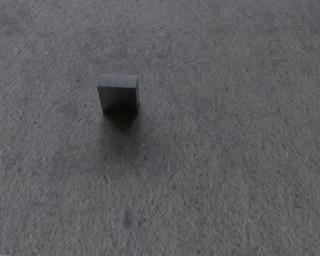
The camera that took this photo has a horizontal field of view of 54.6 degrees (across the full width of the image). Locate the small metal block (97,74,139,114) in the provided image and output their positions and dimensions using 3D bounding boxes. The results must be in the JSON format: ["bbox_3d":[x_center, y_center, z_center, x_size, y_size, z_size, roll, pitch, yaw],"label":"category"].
[{"bbox_3d":[-0.055,-0.046,0.426,0.050,0.050,0.025,3,50,2],"label":"small metal block"}]
